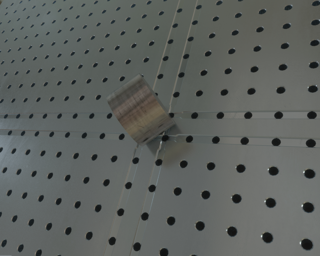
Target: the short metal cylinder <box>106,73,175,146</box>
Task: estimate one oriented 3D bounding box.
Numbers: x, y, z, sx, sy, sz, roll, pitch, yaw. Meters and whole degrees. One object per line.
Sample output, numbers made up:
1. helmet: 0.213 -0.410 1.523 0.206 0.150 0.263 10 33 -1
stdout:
1. short metal cylinder: -0.024 -0.023 0.397 0.050 0.080 0.080 -35 52 5
